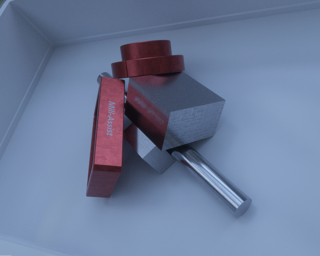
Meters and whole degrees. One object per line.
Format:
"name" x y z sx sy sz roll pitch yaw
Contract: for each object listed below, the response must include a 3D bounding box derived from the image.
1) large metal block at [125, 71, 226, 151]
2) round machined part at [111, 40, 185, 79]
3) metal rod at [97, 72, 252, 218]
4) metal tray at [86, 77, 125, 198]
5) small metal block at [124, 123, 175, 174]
"large metal block" 0.015 -0.024 0.368 0.081 0.050 0.080 -14 41 -35
"round machined part" -0.017 -0.093 0.419 0.098 0.099 0.042 -2 102 27
"metal rod" -0.003 0.001 0.403 0.025 0.025 0.300 -45 51 -3
"metal tray" -0.069 0.012 0.391 0.030 0.089 0.130 7 56 -15
"small metal block" -0.014 0.023 0.379 0.025 0.050 0.050 -44 51 -2
